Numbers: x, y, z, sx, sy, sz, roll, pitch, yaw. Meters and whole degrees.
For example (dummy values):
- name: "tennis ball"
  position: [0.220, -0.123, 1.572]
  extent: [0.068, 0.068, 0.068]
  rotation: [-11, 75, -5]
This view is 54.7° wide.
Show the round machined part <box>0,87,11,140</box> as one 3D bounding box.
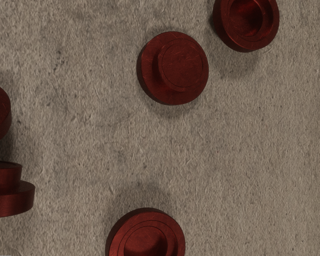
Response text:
- name: "round machined part"
  position: [-0.202, -0.007, 0.307]
  extent: [0.099, 0.042, 0.098]
  rotation: [11, 42, -10]

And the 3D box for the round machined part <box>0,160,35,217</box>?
- name: "round machined part"
  position: [-0.176, 0.055, 0.305]
  extent: [0.099, 0.098, 0.042]
  rotation: [7, 88, -20]

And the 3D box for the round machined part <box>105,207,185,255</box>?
- name: "round machined part"
  position: [-0.021, 0.150, 0.393]
  extent: [0.099, 0.042, 0.097]
  rotation: [0, 90, -21]

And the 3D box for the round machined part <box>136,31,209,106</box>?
- name: "round machined part"
  position: [0.022, -0.079, 0.409]
  extent: [0.099, 0.042, 0.097]
  rotation: [0, 90, -21]

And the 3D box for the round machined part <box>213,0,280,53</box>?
- name: "round machined part"
  position: [0.118, -0.157, 0.445]
  extent: [0.099, 0.042, 0.097]
  rotation: [0, 90, -21]
